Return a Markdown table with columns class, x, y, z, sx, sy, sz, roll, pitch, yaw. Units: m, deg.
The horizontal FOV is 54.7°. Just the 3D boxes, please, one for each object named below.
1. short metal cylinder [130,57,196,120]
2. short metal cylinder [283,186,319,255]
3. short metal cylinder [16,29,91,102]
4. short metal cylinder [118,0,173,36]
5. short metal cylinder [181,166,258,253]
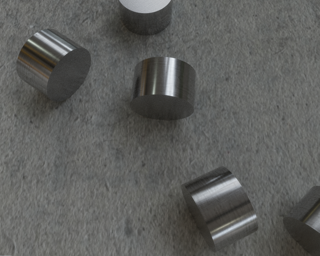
| class | x | y | z | sx | sy | sz | roll | pitch | yaw |
| --- | --- | --- | --- | --- | --- | --- | --- | --- | --- |
| short metal cylinder | 0.004 | -0.048 | 0.396 | 0.080 | 0.080 | 0.050 | 5 | 70 | 1 |
| short metal cylinder | 0.186 | 0.111 | 0.341 | 0.050 | 0.080 | 0.080 | -41 | 76 | -14 |
| short metal cylinder | -0.137 | -0.082 | 0.407 | 0.050 | 0.080 | 0.080 | 34 | 73 | 11 |
| short metal cylinder | -0.021 | -0.187 | 0.463 | 0.081 | 0.050 | 0.080 | 0 | 70 | 0 |
| short metal cylinder | 0.064 | 0.090 | 0.347 | 0.050 | 0.080 | 0.080 | -24 | 72 | -9 |
